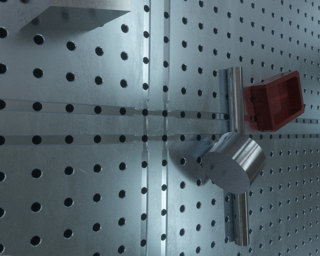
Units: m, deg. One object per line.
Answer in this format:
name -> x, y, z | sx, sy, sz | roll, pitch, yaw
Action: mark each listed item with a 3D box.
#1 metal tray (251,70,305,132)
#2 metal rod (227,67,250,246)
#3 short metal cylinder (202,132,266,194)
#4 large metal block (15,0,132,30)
metal tray -> 0.234, -0.054, 0.605 | 0.131, 0.030, 0.089 | -24, 105, -38
metal rod -> 0.133, 0.048, 0.523 | 0.025, 0.025, 0.298 | -6, 94, -40
short metal cylinder -> 0.111, 0.053, 0.470 | 0.050, 0.080, 0.080 | -42, 116, -32
large metal block -> -0.087, -0.130, 0.301 | 0.081, 0.080, 0.050 | -14, 99, -39
